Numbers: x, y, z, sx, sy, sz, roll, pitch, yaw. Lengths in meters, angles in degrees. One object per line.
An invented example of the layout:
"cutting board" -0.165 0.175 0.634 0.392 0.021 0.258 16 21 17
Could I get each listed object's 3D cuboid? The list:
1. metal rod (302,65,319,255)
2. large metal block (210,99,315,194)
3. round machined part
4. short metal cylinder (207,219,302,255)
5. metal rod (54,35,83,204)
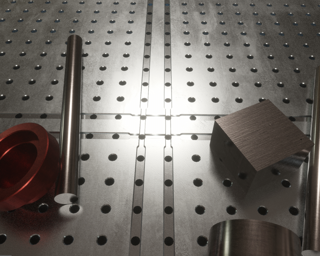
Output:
"metal rod" 0.205 0.018 0.394 0.025 0.025 0.301 16 52 13
"large metal block" 0.119 0.020 0.376 0.081 0.050 0.080 -21 53 -17
"round machined part" -0.153 0.045 0.343 0.098 0.042 0.098 -13 51 16
"short metal cylinder" 0.081 0.121 0.271 0.080 0.080 0.050 9 51 7
"metal rod" -0.124 -0.036 0.435 0.025 0.025 0.300 -6 50 -6
